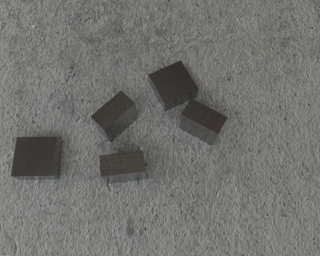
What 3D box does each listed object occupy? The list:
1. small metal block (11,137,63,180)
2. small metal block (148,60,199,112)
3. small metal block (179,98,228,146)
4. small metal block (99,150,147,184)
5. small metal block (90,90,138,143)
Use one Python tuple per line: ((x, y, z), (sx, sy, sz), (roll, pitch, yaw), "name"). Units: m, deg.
((-0.155, 0.039, 0.393), (0.050, 0.025, 0.050), (-1, 70, 0), "small metal block")
((0.018, -0.058, 0.429), (0.050, 0.025, 0.050), (-26, 72, -9), "small metal block")
((0.054, -0.006, 0.397), (0.050, 0.050, 0.025), (29, 73, 10), "small metal block")
((-0.043, 0.049, 0.377), (0.050, 0.050, 0.025), (-7, 70, -3), "small metal block")
((-0.057, -0.014, 0.399), (0.050, 0.050, 0.025), (-43, 76, -14), "small metal block")
